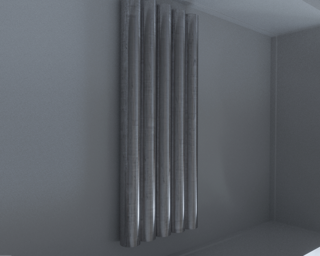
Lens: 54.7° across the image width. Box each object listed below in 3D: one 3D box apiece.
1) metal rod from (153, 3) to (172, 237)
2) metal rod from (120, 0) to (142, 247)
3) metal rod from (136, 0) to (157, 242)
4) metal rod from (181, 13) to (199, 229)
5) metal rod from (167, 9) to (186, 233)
[{"bbox_3d":[0.003,-0.010,0.407,0.025,0.025,0.298,0,90,-40],"label":"metal rod"},{"bbox_3d":[-0.035,-0.009,0.375,0.025,0.025,0.298,0,90,-40],"label":"metal rod"},{"bbox_3d":[-0.017,-0.010,0.390,0.025,0.025,0.298,0,90,-40],"label":"metal rod"},{"bbox_3d":[0.042,-0.009,0.440,0.025,0.025,0.298,0,90,-40],"label":"metal rod"},{"bbox_3d":[0.022,-0.010,0.423,0.025,0.025,0.298,0,90,-40],"label":"metal rod"}]
